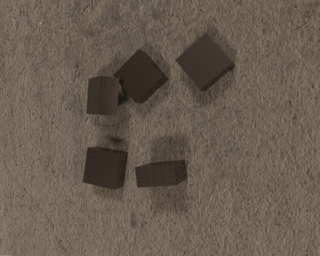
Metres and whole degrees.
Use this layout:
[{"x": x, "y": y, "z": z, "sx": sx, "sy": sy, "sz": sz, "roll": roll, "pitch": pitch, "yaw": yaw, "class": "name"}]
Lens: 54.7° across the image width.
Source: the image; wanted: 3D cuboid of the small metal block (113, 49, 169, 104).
[{"x": -0.026, "y": -0.068, "z": 0.417, "sx": 0.050, "sy": 0.025, "sz": 0.050, "roll": -42, "pitch": 77, "yaw": 15, "class": "small metal block"}]

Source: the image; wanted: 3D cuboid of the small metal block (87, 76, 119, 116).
[{"x": -0.079, "y": -0.043, "z": 0.422, "sx": 0.050, "sy": 0.025, "sz": 0.050, "roll": 6, "pitch": 93, "yaw": 59, "class": "small metal block"}]

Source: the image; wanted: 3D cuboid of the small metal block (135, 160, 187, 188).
[{"x": 0.003, "y": 0.057, "z": 0.394, "sx": 0.050, "sy": 0.050, "sz": 0.025, "roll": -7, "pitch": 88, "yaw": 19, "class": "small metal block"}]

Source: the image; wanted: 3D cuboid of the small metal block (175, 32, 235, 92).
[{"x": 0.057, "y": -0.082, "z": 0.389, "sx": 0.050, "sy": 0.025, "sz": 0.050, "roll": -41, "pitch": 78, "yaw": 15, "class": "small metal block"}]

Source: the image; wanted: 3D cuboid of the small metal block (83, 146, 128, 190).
[{"x": -0.077, "y": 0.055, "z": 0.435, "sx": 0.050, "sy": 0.025, "sz": 0.050, "roll": 9, "pitch": 93, "yaw": 19, "class": "small metal block"}]
